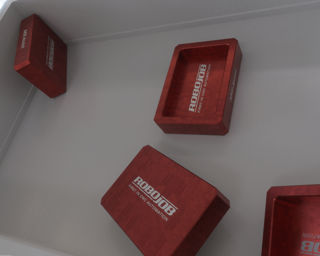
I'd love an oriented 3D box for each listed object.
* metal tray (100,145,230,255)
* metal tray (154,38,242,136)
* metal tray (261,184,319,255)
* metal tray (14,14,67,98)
[{"bbox_3d":[-0.001,0.080,0.334,0.090,0.030,0.130,-51,38,-9],"label":"metal tray"},{"bbox_3d":[0.052,-0.055,0.408,0.090,0.030,0.130,2,62,29],"label":"metal tray"},{"bbox_3d":[0.135,0.088,0.228,0.130,0.030,0.090,-23,50,59],"label":"metal tray"},{"bbox_3d":[-0.207,-0.128,0.551,0.030,0.090,0.130,-22,54,15],"label":"metal tray"}]
